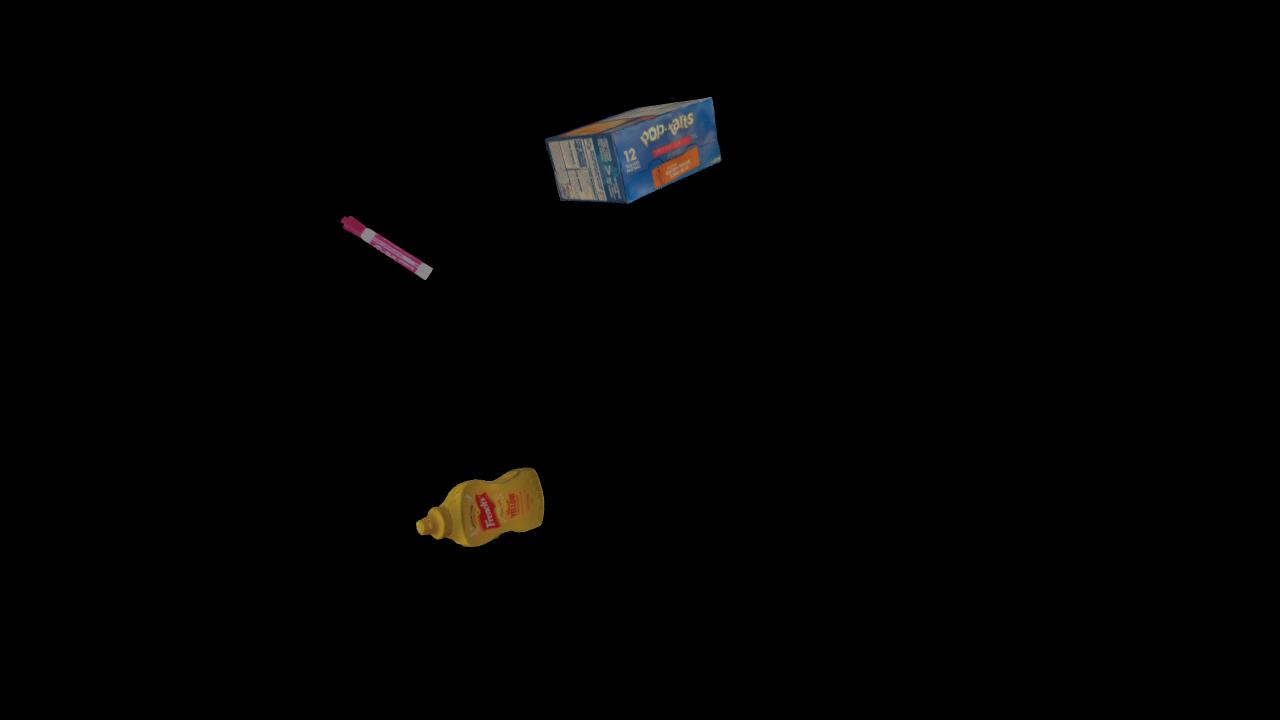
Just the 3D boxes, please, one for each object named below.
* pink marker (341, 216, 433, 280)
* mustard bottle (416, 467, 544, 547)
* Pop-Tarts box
[{"bbox_3d":[-0.322,-0.143,0.784,0.121,0.020,0.020,34,-11,-16],"label":"pink marker"},{"bbox_3d":[-0.219,0.208,0.846,0.054,0.092,0.184,-2,2,43],"label":"mustard bottle"},{"bbox_3d":[-0.007,-0.263,0.775,0.167,0.083,0.141,-33,32,-31],"label":"Pop-Tarts box"}]
